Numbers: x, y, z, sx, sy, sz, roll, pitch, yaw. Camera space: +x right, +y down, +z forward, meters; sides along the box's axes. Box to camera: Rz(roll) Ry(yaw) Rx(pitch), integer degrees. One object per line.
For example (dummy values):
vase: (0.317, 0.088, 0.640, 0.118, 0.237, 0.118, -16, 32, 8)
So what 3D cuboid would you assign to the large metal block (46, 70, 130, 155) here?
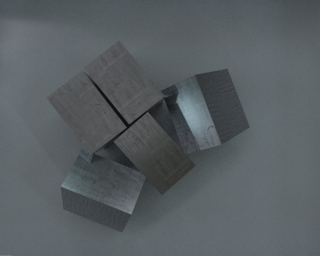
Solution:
large metal block: (-0.081, -0.017, 0.382, 0.050, 0.080, 0.080, -38, 90, 0)

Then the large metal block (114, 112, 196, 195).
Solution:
large metal block: (-0.006, 0.028, 0.382, 0.050, 0.080, 0.080, -42, 91, 0)

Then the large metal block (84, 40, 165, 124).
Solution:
large metal block: (-0.040, -0.051, 0.382, 0.050, 0.080, 0.080, -39, 91, 0)

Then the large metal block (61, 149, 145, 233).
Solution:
large metal block: (-0.069, 0.079, 0.375, 0.080, 0.080, 0.050, 22, 55, -1)

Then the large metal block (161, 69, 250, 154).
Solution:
large metal block: (0.058, -0.022, 0.377, 0.050, 0.081, 0.080, -21, 90, 40)
